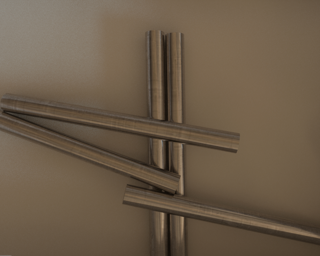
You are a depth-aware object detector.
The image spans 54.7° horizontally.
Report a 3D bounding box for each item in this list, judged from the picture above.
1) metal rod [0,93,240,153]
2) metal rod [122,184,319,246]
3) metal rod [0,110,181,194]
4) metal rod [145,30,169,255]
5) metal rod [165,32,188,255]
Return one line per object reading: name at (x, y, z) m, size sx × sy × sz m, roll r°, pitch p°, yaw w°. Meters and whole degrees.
metal rod at (-0.054, -0.008, 0.390) m, size 0.302 × 0.025 × 0.025 m, roll 10°, pitch 90°, yaw 6°
metal rod at (0.103, 0.116, 0.394) m, size 0.302 × 0.025 × 0.025 m, roll 13°, pitch 90°, yaw -6°
metal rod at (-0.120, 0.021, 0.396) m, size 0.301 × 0.025 × 0.025 m, roll 19°, pitch 90°, yaw 5°
metal rod at (-0.004, 0.024, 0.408) m, size 0.025 × 0.025 × 0.298 m, roll -1°, pitch 90°, yaw -1°
metal rod at (0.022, 0.026, 0.409) m, size 0.025 × 0.025 × 0.298 m, roll -1°, pitch 90°, yaw -1°
